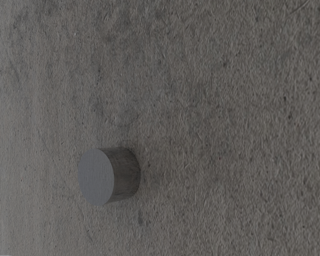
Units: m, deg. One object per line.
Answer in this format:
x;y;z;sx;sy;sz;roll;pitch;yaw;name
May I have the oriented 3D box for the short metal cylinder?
-0.075;0.068;0.452;0.080;0.050;0.080;0;90;40;short metal cylinder
